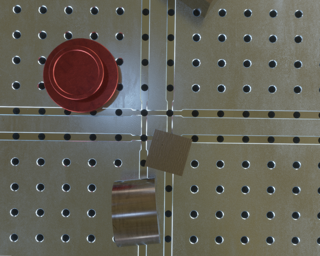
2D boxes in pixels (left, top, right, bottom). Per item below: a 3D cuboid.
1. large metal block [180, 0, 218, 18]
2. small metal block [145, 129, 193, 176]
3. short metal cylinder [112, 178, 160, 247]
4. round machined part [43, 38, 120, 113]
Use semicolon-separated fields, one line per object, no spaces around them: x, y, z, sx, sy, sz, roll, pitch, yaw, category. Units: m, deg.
0.053;-0.207;0.401;0.080;0.050;0.080;36;90;0;large metal block
0.011;0.032;0.413;0.050;0.025;0.050;16;90;0;small metal block
-0.028;0.104;0.386;0.050;0.080;0.080;-5;90;0;short metal cylinder
-0.104;-0.069;0.404;0.099;0.042;0.097;0;90;0;round machined part
